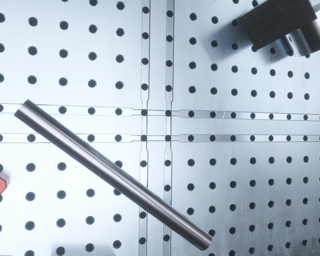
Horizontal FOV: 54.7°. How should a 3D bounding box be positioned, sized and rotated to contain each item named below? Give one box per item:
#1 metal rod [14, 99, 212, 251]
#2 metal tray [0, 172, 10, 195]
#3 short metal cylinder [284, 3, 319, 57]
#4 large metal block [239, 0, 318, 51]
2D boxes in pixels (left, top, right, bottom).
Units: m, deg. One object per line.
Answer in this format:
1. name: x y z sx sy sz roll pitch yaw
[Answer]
1. metal rod: -0.047 0.069 0.395 0.301 0.025 0.025 40 78 -16
2. metal tray: -0.239 0.082 0.322 0.090 0.030 0.130 41 77 -16
3. short metal cylinder: 0.232 -0.151 0.468 0.080 0.080 0.050 -37 103 -16
4. large metal block: 0.163 -0.156 0.425 0.050 0.080 0.080 57 33 -11
